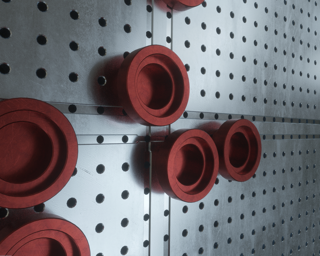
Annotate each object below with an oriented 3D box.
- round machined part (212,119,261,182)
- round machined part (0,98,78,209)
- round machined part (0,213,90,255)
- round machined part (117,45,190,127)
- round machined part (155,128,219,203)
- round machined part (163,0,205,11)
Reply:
[{"bbox_3d":[0.116,0.034,0.494,0.099,0.042,0.097,0,90,-40],"label":"round machined part"},{"bbox_3d":[-0.131,0.022,0.288,0.099,0.042,0.097,0,90,-40],"label":"round machined part"},{"bbox_3d":[-0.121,0.131,0.297,0.099,0.042,0.097,0,90,-40],"label":"round machined part"},{"bbox_3d":[-0.012,-0.051,0.387,0.099,0.042,0.097,0,90,-40],"label":"round machined part"},{"bbox_3d":[0.033,0.049,0.424,0.099,0.042,0.097,0,90,-40],"label":"round machined part"},{"bbox_3d":[0.037,-0.217,0.427,0.099,0.042,0.097,0,90,-40],"label":"round machined part"}]
